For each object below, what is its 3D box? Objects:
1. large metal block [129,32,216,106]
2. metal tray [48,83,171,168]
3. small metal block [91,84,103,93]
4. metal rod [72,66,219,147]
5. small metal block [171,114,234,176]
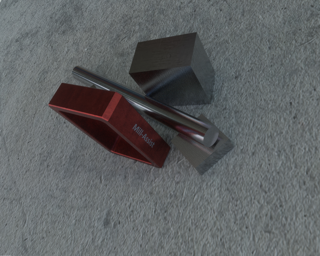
[{"bbox_3d":[0.019,-0.071,0.401,0.080,0.080,0.050,-2,61,27],"label":"large metal block"},{"bbox_3d":[-0.054,0.000,0.365,0.090,0.130,0.030,13,69,33],"label":"metal tray"},{"bbox_3d":[-0.082,-0.027,0.447,0.025,0.050,0.050,-39,51,2],"label":"small metal block"},{"bbox_3d":[-0.043,-0.043,0.435,0.300,0.025,0.025,28,77,42],"label":"metal rod"},{"bbox_3d":[0.050,0.019,0.367,0.050,0.025,0.050,-41,51,0],"label":"small metal block"}]
